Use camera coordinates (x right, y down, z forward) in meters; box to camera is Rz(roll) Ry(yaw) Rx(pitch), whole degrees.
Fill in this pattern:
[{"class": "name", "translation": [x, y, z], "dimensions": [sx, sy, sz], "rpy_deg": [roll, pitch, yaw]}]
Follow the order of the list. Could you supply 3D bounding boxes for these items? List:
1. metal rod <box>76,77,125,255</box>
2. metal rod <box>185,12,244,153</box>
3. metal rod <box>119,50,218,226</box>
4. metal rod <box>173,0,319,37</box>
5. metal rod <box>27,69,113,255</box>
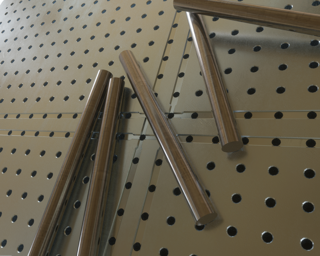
[{"class": "metal rod", "translation": [-0.077, 0.058, 0.411], "dimensions": [0.025, 0.025, 0.299], "rpy_deg": [-9, 58, 23]}, {"class": "metal rod", "translation": [0.065, -0.101, 0.435], "dimensions": [0.025, 0.025, 0.299], "rpy_deg": [-20, 54, 16]}, {"class": "metal rod", "translation": [-0.003, -0.011, 0.415], "dimensions": [0.025, 0.025, 0.300], "rpy_deg": [-32, 52, 7]}, {"class": "metal rod", "translation": [0.147, -0.142, 0.400], "dimensions": [0.300, 0.025, 0.025], "rpy_deg": [23, 74, 30]}, {"class": "metal rod", "translation": [-0.123, 0.044, 0.443], "dimensions": [0.025, 0.025, 0.300], "rpy_deg": [0, 62, 28]}]
